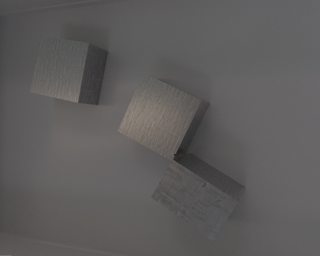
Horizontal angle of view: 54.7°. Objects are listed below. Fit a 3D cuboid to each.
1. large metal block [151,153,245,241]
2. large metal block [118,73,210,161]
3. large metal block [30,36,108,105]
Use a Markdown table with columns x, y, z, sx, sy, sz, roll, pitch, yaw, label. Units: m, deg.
| x | y | z | sx | sy | sz | roll | pitch | yaw | label |
| --- | --- | --- | --- | --- | --- | --- | --- | --- | --- |
| 0.048 | 0.075 | 0.364 | 0.080 | 0.080 | 0.050 | 32 | 101 | 17 | large metal block |
| 0.006 | -0.014 | 0.395 | 0.080 | 0.050 | 0.080 | 28 | 99 | 18 | large metal block |
| -0.129 | -0.081 | 0.443 | 0.080 | 0.050 | 0.080 | 13 | 94 | 19 | large metal block |
